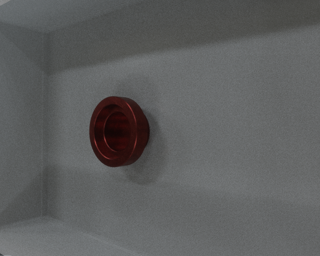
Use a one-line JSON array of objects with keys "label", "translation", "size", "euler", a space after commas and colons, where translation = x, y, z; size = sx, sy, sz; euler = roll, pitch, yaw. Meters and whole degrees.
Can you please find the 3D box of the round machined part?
[{"label": "round machined part", "translation": [-0.053, 0.005, 0.441], "size": [0.098, 0.042, 0.097], "euler": [0, 90, 40]}]
